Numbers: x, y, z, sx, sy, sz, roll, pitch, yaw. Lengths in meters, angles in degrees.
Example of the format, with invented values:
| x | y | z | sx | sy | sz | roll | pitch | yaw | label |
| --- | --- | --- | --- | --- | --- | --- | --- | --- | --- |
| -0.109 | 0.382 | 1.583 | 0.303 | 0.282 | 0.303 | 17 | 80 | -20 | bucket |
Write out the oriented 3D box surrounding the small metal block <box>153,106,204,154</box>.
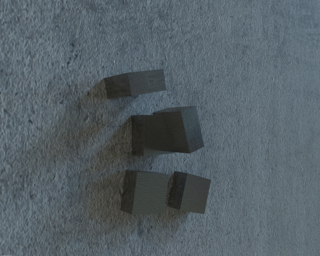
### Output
| x | y | z | sx | sy | sz | roll | pitch | yaw | label |
| --- | --- | --- | --- | --- | --- | --- | --- | --- | --- |
| 0.022 | 0.002 | 0.374 | 0.025 | 0.050 | 0.050 | -21 | 104 | -38 | small metal block |

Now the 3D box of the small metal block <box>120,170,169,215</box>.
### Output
| x | y | z | sx | sy | sz | roll | pitch | yaw | label |
| --- | --- | --- | --- | --- | --- | --- | --- | --- | --- |
| -0.019 | 0.080 | 0.389 | 0.050 | 0.025 | 0.050 | 12 | 83 | -39 | small metal block |

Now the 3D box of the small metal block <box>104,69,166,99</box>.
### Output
| x | y | z | sx | sy | sz | roll | pitch | yaw | label |
| --- | --- | --- | --- | --- | --- | --- | --- | --- | --- |
| -0.029 | -0.051 | 0.363 | 0.050 | 0.050 | 0.025 | -15 | 100 | -39 | small metal block |

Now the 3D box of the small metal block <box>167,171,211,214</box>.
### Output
| x | y | z | sx | sy | sz | roll | pitch | yaw | label |
| --- | --- | --- | --- | --- | --- | --- | --- | --- | --- |
| 0.042 | 0.092 | 0.440 | 0.050 | 0.025 | 0.050 | 21 | 77 | -38 | small metal block |

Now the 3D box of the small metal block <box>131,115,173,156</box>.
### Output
| x | y | z | sx | sy | sz | roll | pitch | yaw | label |
| --- | --- | --- | --- | --- | --- | --- | --- | --- | --- |
| -0.009 | 0.009 | 0.397 | 0.050 | 0.025 | 0.050 | -2 | 91 | -40 | small metal block |
